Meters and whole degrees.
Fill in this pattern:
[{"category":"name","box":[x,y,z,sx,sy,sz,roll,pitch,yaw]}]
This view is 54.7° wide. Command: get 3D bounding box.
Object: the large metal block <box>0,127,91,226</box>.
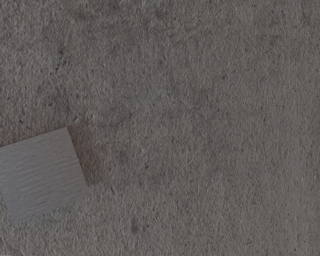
[{"category":"large metal block","box":[-0.133,0.049,0.347,0.081,0.050,0.080,-20,97,-19]}]
